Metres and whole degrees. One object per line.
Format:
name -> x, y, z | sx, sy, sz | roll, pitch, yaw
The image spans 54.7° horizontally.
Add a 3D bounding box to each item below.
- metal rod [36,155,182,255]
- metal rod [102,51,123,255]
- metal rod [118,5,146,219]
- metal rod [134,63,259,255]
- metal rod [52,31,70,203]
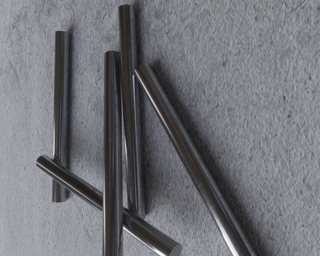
metal rod -> -0.093, 0.102, 0.448 | 0.300, 0.025, 0.025 | 21, 104, 38
metal rod -> -0.063, 0.032, 0.416 | 0.025, 0.025, 0.299 | -19, 65, 38
metal rod -> -0.040, -0.023, 0.438 | 0.025, 0.025, 0.298 | -5, 87, 40
metal rod -> 0.042, 0.043, 0.370 | 0.025, 0.025, 0.299 | -42, 65, 32
metal rod -> -0.176, -0.019, 0.550 | 0.025, 0.025, 0.298 | 2, 92, 40
